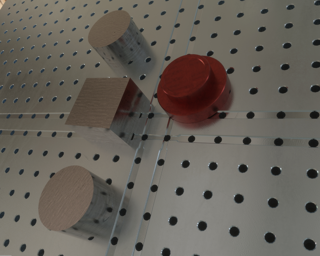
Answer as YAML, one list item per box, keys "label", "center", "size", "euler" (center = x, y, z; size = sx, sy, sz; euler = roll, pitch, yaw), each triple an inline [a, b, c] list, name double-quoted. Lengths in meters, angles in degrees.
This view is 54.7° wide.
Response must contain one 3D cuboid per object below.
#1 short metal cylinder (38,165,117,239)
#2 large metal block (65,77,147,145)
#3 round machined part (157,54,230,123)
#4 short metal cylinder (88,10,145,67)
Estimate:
- label: "short metal cylinder"
  center: [-0.103, 0.093, 0.389]
  size: [0.080, 0.050, 0.080]
  euler: [-13, 56, 21]
- label: "large metal block"
  center: [-0.077, -0.025, 0.448]
  size: [0.080, 0.050, 0.080]
  euler: [5, 64, 30]
- label: "round machined part"
  center: [0.040, -0.059, 0.413]
  size: [0.098, 0.042, 0.098]
  euler: [-13, 56, 21]
- label: "short metal cylinder"
  center: [-0.073, -0.151, 0.523]
  size: [0.080, 0.050, 0.080]
  euler: [-13, 56, 21]
